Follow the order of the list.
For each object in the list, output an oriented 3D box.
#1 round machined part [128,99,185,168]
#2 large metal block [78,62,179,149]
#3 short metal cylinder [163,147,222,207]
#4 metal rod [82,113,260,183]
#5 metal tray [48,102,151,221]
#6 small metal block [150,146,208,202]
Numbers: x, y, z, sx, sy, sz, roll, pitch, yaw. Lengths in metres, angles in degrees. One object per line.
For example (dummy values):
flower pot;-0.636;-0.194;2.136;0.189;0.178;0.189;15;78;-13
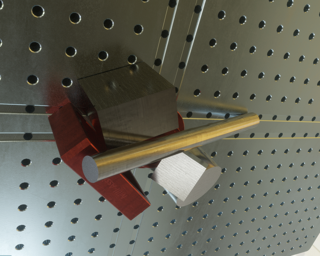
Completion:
round machined part;-0.010;0.014;0.408;0.099;0.042;0.097;-14;125;-21
large metal block;-0.035;-0.027;0.339;0.081;0.080;0.050;-20;126;-17
short metal cylinder;0.041;0.067;0.445;0.081;0.050;0.080;-29;147;-21
metal rod;0.042;0.012;0.382;0.302;0.025;0.025;-13;127;-45
metal tray;-0.068;0.040;0.357;0.030;0.090;0.130;-38;130;-3
small metal block;0.024;0.054;0.387;0.050;0.050;0.025;-58;170;11
